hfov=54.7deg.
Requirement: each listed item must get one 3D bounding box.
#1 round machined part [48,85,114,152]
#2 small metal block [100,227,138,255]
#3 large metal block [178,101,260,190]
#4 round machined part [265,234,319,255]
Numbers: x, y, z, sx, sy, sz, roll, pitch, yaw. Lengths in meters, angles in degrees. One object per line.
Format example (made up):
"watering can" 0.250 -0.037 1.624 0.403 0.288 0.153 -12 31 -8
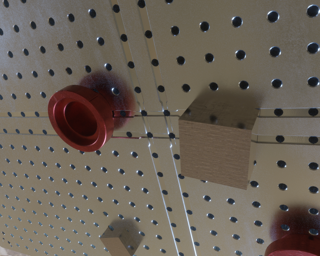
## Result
"round machined part" -0.108 -0.017 0.447 0.098 0.042 0.097 13 124 21
"small metal block" -0.078 0.217 0.587 0.050 0.025 0.050 -17 110 34
"large metal block" 0.070 0.019 0.370 0.080 0.050 0.079 9 123 23
"round machined part" 0.191 0.181 0.411 0.098 0.042 0.097 13 124 21
